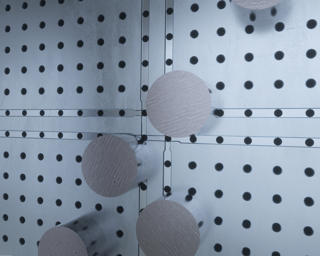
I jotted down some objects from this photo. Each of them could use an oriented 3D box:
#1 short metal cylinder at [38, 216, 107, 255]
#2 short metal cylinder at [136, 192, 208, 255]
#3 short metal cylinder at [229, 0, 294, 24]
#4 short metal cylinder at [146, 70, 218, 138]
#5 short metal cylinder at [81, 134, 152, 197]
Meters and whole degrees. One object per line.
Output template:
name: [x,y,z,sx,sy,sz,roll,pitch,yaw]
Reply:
short metal cylinder: [-0.124,0.173,0.441,0.080,0.050,0.079,0,90,19]
short metal cylinder: [0.017,0.126,0.393,0.080,0.050,0.079,0,90,19]
short metal cylinder: [0.117,-0.168,0.358,0.080,0.050,0.079,0,90,19]
short metal cylinder: [0.029,-0.028,0.388,0.080,0.050,0.079,0,90,19]
short metal cylinder: [-0.057,0.049,0.418,0.080,0.050,0.079,0,90,19]
